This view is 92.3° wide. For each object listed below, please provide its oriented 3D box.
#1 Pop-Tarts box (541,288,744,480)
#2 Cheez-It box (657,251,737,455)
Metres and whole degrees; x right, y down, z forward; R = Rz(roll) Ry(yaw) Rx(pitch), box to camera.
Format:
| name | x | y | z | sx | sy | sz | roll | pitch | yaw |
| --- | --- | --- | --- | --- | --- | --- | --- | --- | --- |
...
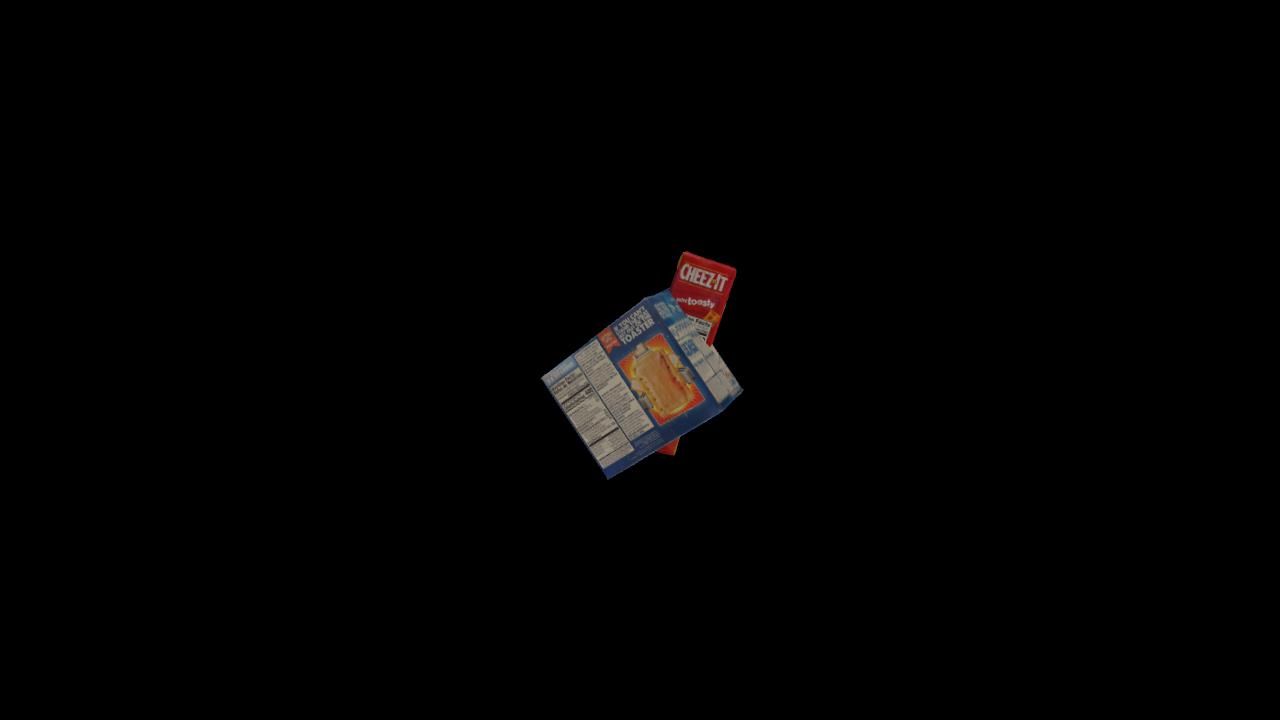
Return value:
| name | x | y | z | sx | sy | sz | roll | pitch | yaw |
| --- | --- | --- | --- | --- | --- | --- | --- | --- | --- |
| Pop-Tarts box | 0.001 | 0.026 | 0.687 | 0.167 | 0.141 | 0.083 | -35 | -2 | 27 |
| Cheez-It box | 0.050 | -0.013 | 0.752 | 0.071 | 0.223 | 0.166 | 19 | 8 | 3 |
